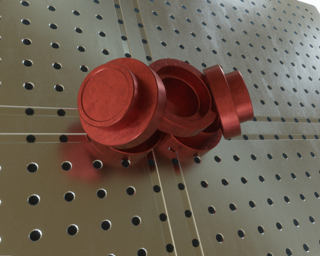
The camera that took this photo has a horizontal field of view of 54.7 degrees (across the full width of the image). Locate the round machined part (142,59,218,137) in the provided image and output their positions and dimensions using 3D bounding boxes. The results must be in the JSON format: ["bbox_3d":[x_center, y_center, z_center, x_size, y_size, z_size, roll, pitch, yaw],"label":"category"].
[{"bbox_3d":[0.017,-0.032,0.372,0.099,0.042,0.098,14,56,-21],"label":"round machined part"}]

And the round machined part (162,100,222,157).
[{"bbox_3d":[0.047,-0.013,0.432,0.099,0.042,0.098,14,56,-21],"label":"round machined part"}]

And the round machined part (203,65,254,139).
[{"bbox_3d":[0.091,-0.037,0.405,0.042,0.098,0.098,-18,65,8],"label":"round machined part"}]

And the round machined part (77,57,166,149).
[{"bbox_3d":[-0.047,-0.029,0.326,0.042,0.098,0.098,28,39,-62],"label":"round machined part"}]

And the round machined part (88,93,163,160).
[{"bbox_3d":[-0.040,-0.013,0.384,0.099,0.042,0.098,14,56,-21],"label":"round machined part"}]
